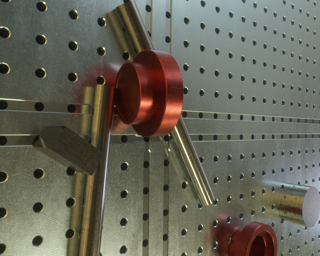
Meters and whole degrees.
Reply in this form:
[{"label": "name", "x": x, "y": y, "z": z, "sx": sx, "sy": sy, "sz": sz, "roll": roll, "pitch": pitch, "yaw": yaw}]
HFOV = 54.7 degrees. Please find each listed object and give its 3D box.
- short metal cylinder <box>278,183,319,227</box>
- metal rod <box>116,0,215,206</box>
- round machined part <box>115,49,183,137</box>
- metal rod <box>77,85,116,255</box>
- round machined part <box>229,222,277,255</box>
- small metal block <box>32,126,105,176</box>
[{"label": "short metal cylinder", "x": 0.284, "y": 0.156, "z": 0.631, "sx": 0.081, "sy": 0.050, "sz": 0.080, "roll": 0, "pitch": 90, "yaw": -40}, {"label": "metal rod", "x": 0.015, "y": -0.020, "z": 0.421, "sx": 0.025, "sy": 0.025, "sz": 0.299, "roll": -37, "pitch": 113, "yaw": -34}, {"label": "round machined part", "x": -0.019, "y": -0.038, "z": 0.347, "sx": 0.042, "sy": 0.098, "sz": 0.097, "roll": -2, "pitch": 92, "yaw": -31}, {"label": "metal rod", "x": -0.076, "y": 0.101, "z": 0.345, "sx": 0.025, "sy": 0.025, "sz": 0.298, "roll": 8, "pitch": 85, "yaw": -40}, {"label": "round machined part", "x": 0.156, "y": 0.209, "z": 0.529, "sx": 0.099, "sy": 0.042, "sz": 0.097, "roll": 0, "pitch": 90, "yaw": -40}, {"label": "small metal block", "x": -0.093, "y": 0.022, "z": 0.315, "sx": 0.050, "sy": 0.050, "sz": 0.025, "roll": 42, "pitch": 65, "yaw": -32}]
